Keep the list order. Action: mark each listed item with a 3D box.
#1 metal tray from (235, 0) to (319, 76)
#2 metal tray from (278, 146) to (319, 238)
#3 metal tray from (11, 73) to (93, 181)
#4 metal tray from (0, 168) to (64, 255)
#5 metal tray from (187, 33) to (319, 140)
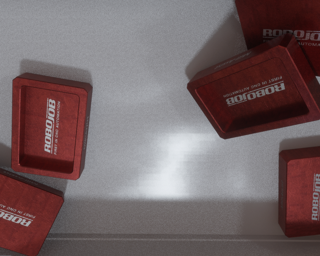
[{"bbox_3d":[0.145,-0.099,0.312,0.030,0.130,0.090,-43,128,-20],"label":"metal tray"},{"bbox_3d":[0.221,0.092,0.444,0.091,0.030,0.129,-7,110,2],"label":"metal tray"},{"bbox_3d":[-0.142,0.000,0.407,0.091,0.030,0.129,9,110,-4],"label":"metal tray"},{"bbox_3d":[-0.210,0.110,0.422,0.131,0.030,0.090,26,85,-17],"label":"metal tray"},{"bbox_3d":[0.105,-0.040,0.354,0.130,0.030,0.090,-17,116,48],"label":"metal tray"}]
